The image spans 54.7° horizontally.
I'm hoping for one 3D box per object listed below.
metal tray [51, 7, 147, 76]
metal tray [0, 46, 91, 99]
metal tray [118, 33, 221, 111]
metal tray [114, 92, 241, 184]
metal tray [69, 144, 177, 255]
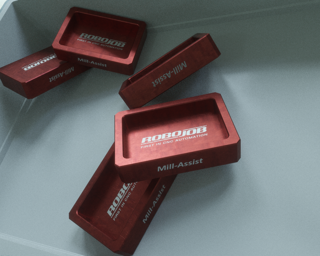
[{"bbox_3d":[-0.095,-0.143,0.504,0.131,0.030,0.090,14,66,4],"label":"metal tray"},{"bbox_3d":[-0.193,-0.103,0.530,0.090,0.030,0.131,24,47,34],"label":"metal tray"},{"bbox_3d":[0.009,-0.078,0.415,0.130,0.030,0.090,-32,16,7],"label":"metal tray"},{"bbox_3d":[0.016,0.008,0.353,0.131,0.030,0.090,-11,42,2],"label":"metal tray"},{"bbox_3d":[-0.041,0.074,0.378,0.090,0.030,0.130,20,72,35],"label":"metal tray"}]
